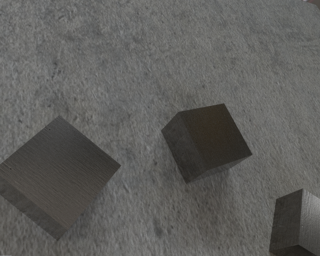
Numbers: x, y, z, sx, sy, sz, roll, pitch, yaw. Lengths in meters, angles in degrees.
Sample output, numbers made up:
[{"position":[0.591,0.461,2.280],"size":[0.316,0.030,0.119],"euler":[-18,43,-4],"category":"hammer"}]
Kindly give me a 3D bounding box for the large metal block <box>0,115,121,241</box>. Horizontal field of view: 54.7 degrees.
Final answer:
[{"position":[-0.100,0.048,0.305],"size":[0.080,0.050,0.080],"euler":[40,51,-2],"category":"large metal block"}]

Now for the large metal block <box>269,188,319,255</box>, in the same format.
[{"position":[0.199,0.141,0.412],"size":[0.080,0.050,0.080],"euler":[32,51,-8],"category":"large metal block"}]

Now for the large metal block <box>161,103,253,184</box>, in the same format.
[{"position":[0.061,0.019,0.411],"size":[0.081,0.050,0.080],"euler":[-12,68,-34],"category":"large metal block"}]
